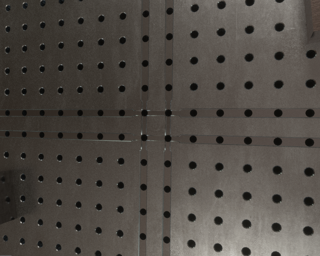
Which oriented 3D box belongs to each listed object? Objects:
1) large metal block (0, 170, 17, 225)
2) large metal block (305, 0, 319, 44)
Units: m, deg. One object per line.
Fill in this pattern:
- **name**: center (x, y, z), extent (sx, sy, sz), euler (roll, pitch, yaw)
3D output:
- **large metal block**: center (-0.285, 0.114, 0.498), extent (0.080, 0.050, 0.080), euler (-9, 87, 19)
- **large metal block**: center (0.201, -0.142, 0.329), extent (0.080, 0.050, 0.080), euler (-5, 89, 19)
